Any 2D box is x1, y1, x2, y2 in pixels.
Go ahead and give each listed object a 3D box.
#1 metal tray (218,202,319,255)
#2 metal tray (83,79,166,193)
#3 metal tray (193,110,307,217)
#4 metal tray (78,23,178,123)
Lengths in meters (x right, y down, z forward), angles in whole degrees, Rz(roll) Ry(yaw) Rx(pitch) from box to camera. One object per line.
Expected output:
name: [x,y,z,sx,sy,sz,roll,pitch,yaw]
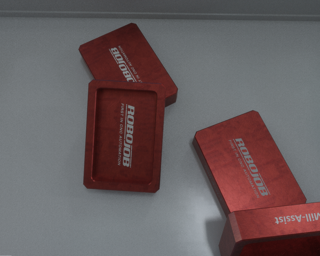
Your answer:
metal tray: [0.134,0.116,0.329,0.131,0.089,0.030,-5,48,-3]
metal tray: [-0.042,0.009,0.378,0.091,0.030,0.129,4,92,1]
metal tray: [0.107,0.052,0.389,0.091,0.030,0.130,-21,71,-8]
metal tray: [-0.045,-0.076,0.434,0.090,0.030,0.130,-28,72,-10]
